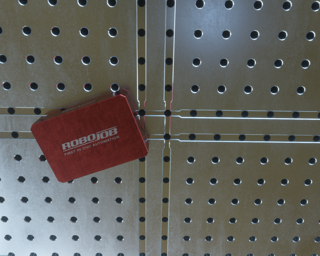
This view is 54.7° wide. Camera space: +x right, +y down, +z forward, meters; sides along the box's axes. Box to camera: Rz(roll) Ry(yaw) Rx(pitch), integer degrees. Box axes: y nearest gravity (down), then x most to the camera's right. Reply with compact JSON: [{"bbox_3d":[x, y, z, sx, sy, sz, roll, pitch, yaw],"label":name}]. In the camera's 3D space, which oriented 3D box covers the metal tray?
[{"bbox_3d":[-0.090,0.012,0.414,0.131,0.030,0.090,-18,109,6],"label":"metal tray"}]
